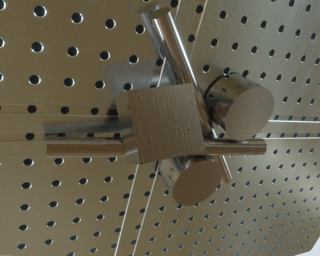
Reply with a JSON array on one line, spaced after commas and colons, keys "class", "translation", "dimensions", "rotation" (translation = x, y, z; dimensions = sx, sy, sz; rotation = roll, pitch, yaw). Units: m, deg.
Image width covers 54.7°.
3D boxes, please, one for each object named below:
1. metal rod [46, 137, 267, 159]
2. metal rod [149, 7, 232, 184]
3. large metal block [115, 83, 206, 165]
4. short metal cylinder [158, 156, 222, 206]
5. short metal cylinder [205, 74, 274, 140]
[{"class": "metal rod", "translation": [0.011, 0.025, 0.407], "dimensions": [0.303, 0.025, 0.025], "rotation": [1, 118, -22]}, {"class": "metal rod", "translation": [0.054, -0.020, 0.425], "dimensions": [0.025, 0.025, 0.299], "rotation": [-33, 129, -7]}, {"class": "large metal block", "translation": [-0.001, -0.004, 0.364], "dimensions": [0.081, 0.050, 0.080], "rotation": [-10, 88, -23]}, {"class": "short metal cylinder", "translation": [0.043, 0.067, 0.456], "dimensions": [0.081, 0.050, 0.079], "rotation": [-14, 124, -21]}, {"class": "short metal cylinder", "translation": [0.110, -0.030, 0.433], "dimensions": [0.081, 0.050, 0.079], "rotation": [-14, 124, -21]}]
